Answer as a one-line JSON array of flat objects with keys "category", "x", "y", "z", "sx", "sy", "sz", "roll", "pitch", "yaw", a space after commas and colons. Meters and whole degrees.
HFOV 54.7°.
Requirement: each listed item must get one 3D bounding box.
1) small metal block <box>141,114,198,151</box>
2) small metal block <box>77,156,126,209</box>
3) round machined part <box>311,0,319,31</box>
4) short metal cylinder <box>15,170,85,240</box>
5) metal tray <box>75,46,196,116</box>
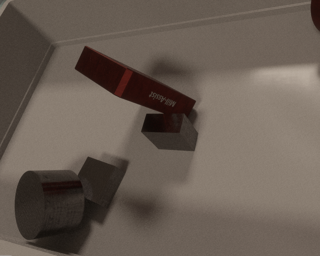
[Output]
[{"category": "small metal block", "x": 0.013, "y": 0.006, "z": 0.378, "sx": 0.050, "sy": 0.050, "sz": 0.025, "roll": 1, "pitch": 63, "yaw": 28}, {"category": "small metal block", "x": -0.081, "y": 0.070, "z": 0.404, "sx": 0.050, "sy": 0.025, "sz": 0.050, "roll": 13, "pitch": 68, "yaw": 33}, {"category": "round machined part", "x": 0.216, "y": -0.139, "z": 0.326, "sx": 0.098, "sy": 0.098, "sz": 0.042, "roll": -33, "pitch": 36, "yaw": 6}, {"category": "short metal cylinder", "x": -0.138, "y": 0.092, "z": 0.383, "sx": 0.080, "sy": 0.050, "sz": 0.080, "roll": -6, "pitch": 81, "yaw": 43}, {"category": "metal tray", "x": -0.026, "y": -0.052, "z": 0.381, "sx": 0.090, "sy": 0.131, "sz": 0.030, "roll": 34, "pitch": 101, "yaw": 38}]
